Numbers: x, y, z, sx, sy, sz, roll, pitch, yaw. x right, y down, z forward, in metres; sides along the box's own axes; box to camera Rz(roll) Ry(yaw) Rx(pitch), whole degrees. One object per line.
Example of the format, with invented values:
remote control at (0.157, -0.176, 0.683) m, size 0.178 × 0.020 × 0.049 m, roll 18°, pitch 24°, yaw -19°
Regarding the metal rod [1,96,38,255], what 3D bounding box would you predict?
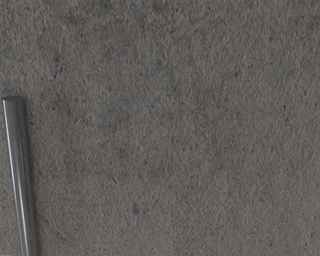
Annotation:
metal rod at (-0.196, 0.102, 0.445) m, size 0.025 × 0.025 × 0.298 m, roll 3°, pitch 110°, yaw -1°
